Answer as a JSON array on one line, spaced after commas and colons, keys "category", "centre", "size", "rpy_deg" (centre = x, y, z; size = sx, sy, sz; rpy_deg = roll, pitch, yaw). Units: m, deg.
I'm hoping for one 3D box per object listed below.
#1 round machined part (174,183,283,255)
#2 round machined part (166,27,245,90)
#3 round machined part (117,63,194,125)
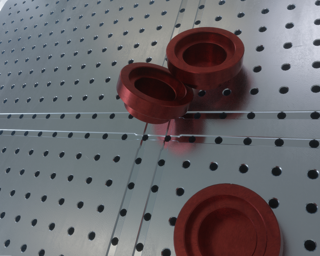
[{"category": "round machined part", "centre": [0.066, 0.107, 0.298], "size": [0.098, 0.042, 0.098], "rpy_deg": [-13, 56, 21]}, {"category": "round machined part", "centre": [0.059, -0.088, 0.408], "size": [0.098, 0.042, 0.098], "rpy_deg": [-3, 49, 4]}, {"category": "round machined part", "centre": [-0.009, -0.042, 0.406], "size": [0.098, 0.099, 0.042], "rpy_deg": [59, 140, 39]}]
